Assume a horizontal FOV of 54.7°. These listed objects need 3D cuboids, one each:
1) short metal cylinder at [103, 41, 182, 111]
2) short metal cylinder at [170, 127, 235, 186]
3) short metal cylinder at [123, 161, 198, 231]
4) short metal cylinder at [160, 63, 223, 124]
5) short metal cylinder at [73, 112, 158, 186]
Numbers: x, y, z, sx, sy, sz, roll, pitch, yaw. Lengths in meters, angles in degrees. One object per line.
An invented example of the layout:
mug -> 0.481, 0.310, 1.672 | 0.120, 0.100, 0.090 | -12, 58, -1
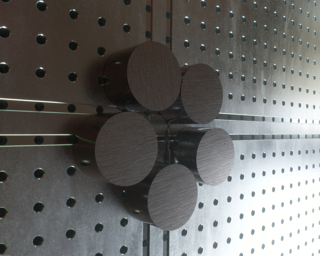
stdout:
short metal cylinder -> -0.020, -0.060, 0.375 | 0.081, 0.050, 0.079 | 0, 91, -40
short metal cylinder -> 0.061, 0.039, 0.443 | 0.081, 0.050, 0.079 | -2, 93, -40
short metal cylinder -> 0.002, 0.083, 0.392 | 0.081, 0.050, 0.080 | 0, 90, -39
short metal cylinder -> 0.041, -0.045, 0.425 | 0.081, 0.050, 0.079 | 0, 91, -40
short metal cylinder -> -0.049, 0.022, 0.351 | 0.081, 0.050, 0.079 | -1, 91, -40
